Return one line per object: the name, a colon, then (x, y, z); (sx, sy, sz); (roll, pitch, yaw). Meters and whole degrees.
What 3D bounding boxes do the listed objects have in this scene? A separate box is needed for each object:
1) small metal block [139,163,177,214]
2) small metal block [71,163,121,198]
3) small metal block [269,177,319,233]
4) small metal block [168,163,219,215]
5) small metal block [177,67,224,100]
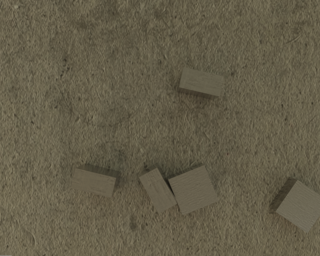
small metal block: (-0.002, 0.075, 0.397); (0.025, 0.050, 0.050); (-29, 90, 0)
small metal block: (-0.080, 0.066, 0.397); (0.050, 0.050, 0.025); (14, 90, 0)
small metal block: (0.184, 0.101, 0.411); (0.050, 0.025, 0.050); (34, 90, 0)
small metal block: (0.043, 0.080, 0.410); (0.050, 0.025, 0.050); (-22, 90, 0)
small metal block: (0.050, -0.056, 0.398); (0.050, 0.050, 0.025); (13, 90, 0)
